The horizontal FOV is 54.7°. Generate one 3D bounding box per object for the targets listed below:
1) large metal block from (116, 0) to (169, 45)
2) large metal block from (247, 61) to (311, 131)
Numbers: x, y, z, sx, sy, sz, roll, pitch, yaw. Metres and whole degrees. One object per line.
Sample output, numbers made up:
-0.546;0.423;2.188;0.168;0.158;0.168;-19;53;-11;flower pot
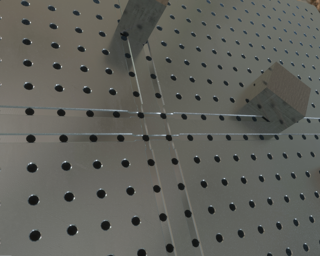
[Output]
-0.022;-0.192;0.480;0.050;0.080;0.080;25;53;-14;large metal block
0.209;-0.056;0.542;0.080;0.050;0.080;37;51;-4;large metal block
